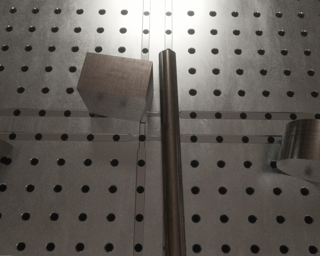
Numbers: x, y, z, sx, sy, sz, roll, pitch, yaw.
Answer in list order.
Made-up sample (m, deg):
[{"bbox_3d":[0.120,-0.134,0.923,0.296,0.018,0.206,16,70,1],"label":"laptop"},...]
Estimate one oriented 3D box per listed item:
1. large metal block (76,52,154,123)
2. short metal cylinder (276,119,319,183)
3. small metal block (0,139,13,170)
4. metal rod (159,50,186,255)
[{"bbox_3d":[-0.053,-0.049,0.400,0.080,0.080,0.050,9,70,3],"label":"large metal block"},{"bbox_3d":[0.188,0.029,0.374,0.080,0.080,0.050,17,71,6],"label":"short metal cylinder"},{"bbox_3d":[-0.228,0.034,0.396,0.050,0.025,0.050,19,71,6],"label":"small metal block"},{"bbox_3d":[0.015,0.033,0.399,0.025,0.025,0.299,-1,70,-1],"label":"metal rod"}]
